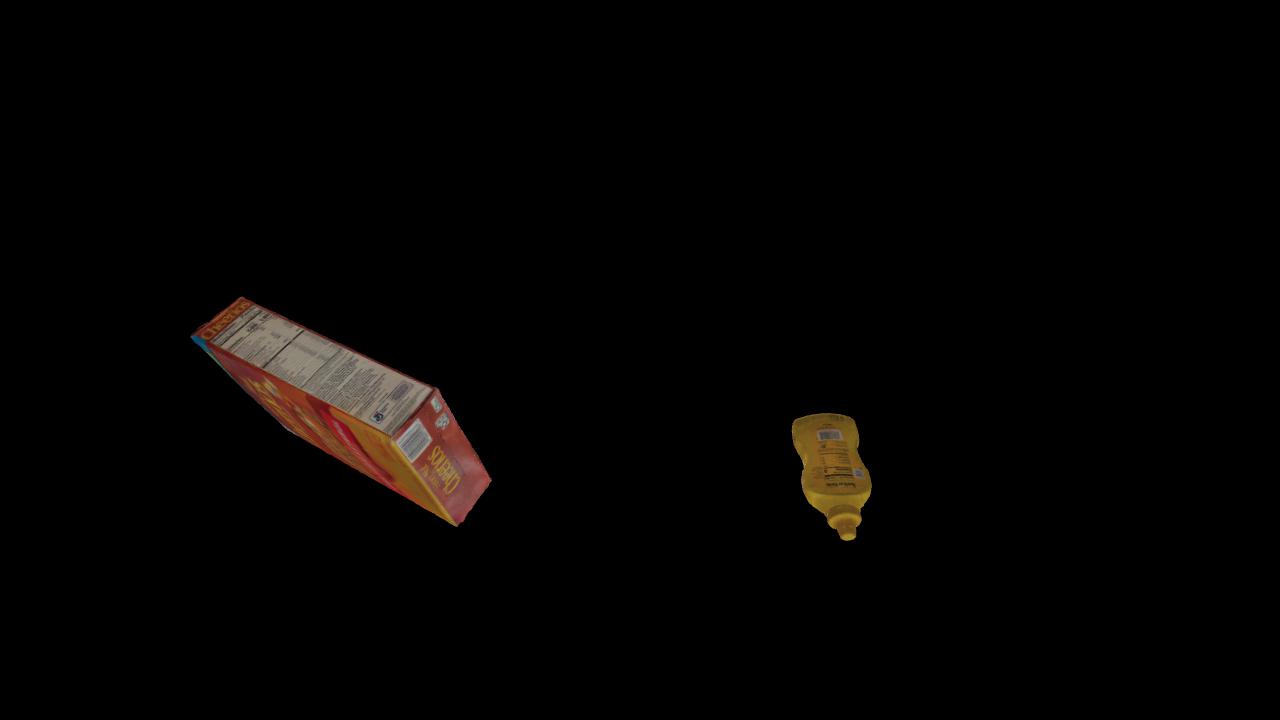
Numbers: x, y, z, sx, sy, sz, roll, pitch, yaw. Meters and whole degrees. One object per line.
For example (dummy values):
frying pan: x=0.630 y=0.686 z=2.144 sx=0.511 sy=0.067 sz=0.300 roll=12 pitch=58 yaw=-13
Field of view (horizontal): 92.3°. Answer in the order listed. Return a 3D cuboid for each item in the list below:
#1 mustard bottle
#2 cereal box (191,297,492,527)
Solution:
mustard bottle: x=0.261 y=0.156 z=0.825 sx=0.092 sy=0.054 sz=0.184 roll=2 pitch=45 yaw=0
cereal box: x=-0.336 y=0.061 z=0.710 sx=0.306 sy=0.081 sz=0.203 roll=21 pitch=-33 yaw=20
